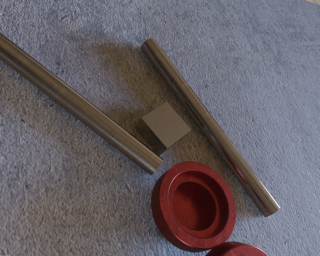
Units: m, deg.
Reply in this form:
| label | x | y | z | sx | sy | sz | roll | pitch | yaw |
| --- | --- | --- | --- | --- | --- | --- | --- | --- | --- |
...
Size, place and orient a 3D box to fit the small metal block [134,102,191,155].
| label | x | y | z | sx | sy | sz | roll | pitch | yaw |
| --- | --- | --- | --- | --- | --- | --- | --- | --- | --- |
| small metal block | 0.004 | 0.001 | 0.405 | 0.050 | 0.025 | 0.050 | -35 | 81 | -38 |

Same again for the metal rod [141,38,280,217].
| label | x | y | z | sx | sy | sz | roll | pitch | yaw |
| --- | --- | --- | --- | --- | --- | --- | --- | --- | --- |
| metal rod | 0.066 | -0.008 | 0.443 | 0.025 | 0.025 | 0.299 | -27 | 77 | -37 |

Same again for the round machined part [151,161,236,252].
| label | x | y | z | sx | sy | sz | roll | pitch | yaw |
| --- | --- | --- | --- | --- | --- | --- | --- | --- | --- |
| round machined part | 0.035 | 0.091 | 0.356 | 0.099 | 0.042 | 0.098 | 14 | 56 | -21 |

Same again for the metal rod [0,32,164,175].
| label | x | y | z | sx | sy | sz | roll | pitch | yaw |
| --- | --- | --- | --- | --- | --- | --- | --- | --- | --- |
| metal rod | -0.121 | -0.045 | 0.365 | 0.300 | 0.025 | 0.025 | 38 | 51 | -3 |

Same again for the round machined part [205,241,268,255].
| label | x | y | z | sx | sy | sz | roll | pitch | yaw |
| --- | --- | --- | --- | --- | --- | --- | --- | --- | --- |
| round machined part | 0.072 | 0.167 | 0.317 | 0.099 | 0.042 | 0.098 | 5 | 79 | -27 |
